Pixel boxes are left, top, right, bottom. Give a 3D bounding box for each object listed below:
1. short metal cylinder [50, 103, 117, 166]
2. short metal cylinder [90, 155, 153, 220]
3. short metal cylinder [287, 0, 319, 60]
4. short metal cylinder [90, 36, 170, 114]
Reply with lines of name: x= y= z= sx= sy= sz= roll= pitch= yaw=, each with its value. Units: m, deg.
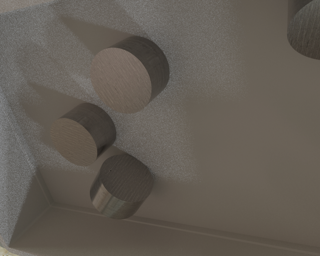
short metal cylinder: x=-0.112 y=0.009 z=0.458 sx=0.080 sy=0.050 sz=0.079 roll=13 pitch=124 yaw=21
short metal cylinder: x=-0.057 y=0.086 z=0.456 sx=0.080 sy=0.080 sz=0.050 roll=36 pitch=129 yaw=4
short metal cylinder: x=0.140 y=-0.095 z=0.235 sx=0.080 sy=0.050 sz=0.080 roll=9 pitch=159 yaw=4
short metal cylinder: x=-0.035 y=-0.064 z=0.372 sx=0.080 sy=0.050 sz=0.079 roll=13 pitch=124 yaw=21
